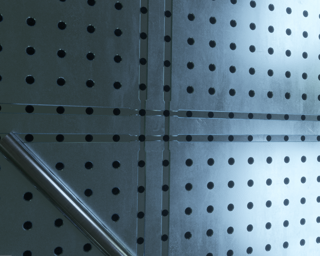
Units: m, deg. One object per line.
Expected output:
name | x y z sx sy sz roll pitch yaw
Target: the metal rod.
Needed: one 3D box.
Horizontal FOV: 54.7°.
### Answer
metal rod | -0.083 0.124 0.382 0.025 0.025 0.300 -44 104 -15
